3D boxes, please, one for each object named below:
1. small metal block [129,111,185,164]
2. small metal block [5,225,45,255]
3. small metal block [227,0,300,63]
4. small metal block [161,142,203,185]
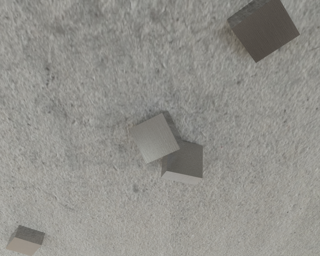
[{"bbox_3d":[-0.004,0.012,0.401,0.050,0.025,0.050,-26,91,20],"label":"small metal block"},{"bbox_3d":[-0.254,0.213,0.585,0.050,0.025,0.050,29,124,-23],"label":"small metal block"},{"bbox_3d":[0.106,-0.105,0.320,0.050,0.025,0.050,-33,123,24],"label":"small metal block"},{"bbox_3d":[0.031,0.046,0.427,0.050,0.050,0.025,14,146,-12],"label":"small metal block"}]
